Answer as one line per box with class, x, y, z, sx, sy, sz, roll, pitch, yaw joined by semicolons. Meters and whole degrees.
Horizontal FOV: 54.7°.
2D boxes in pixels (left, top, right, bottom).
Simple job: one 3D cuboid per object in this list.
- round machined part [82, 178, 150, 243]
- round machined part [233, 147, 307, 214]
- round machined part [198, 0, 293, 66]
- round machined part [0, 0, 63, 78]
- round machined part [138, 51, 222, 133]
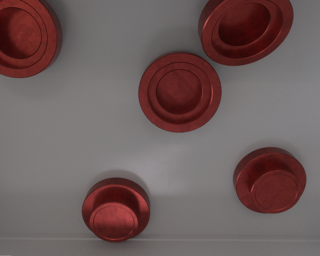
round machined part;-0.064;0.125;0.447;0.099;0.042;0.097;0;110;0
round machined part;0.156;0.080;0.433;0.099;0.042;0.097;0;110;0
round machined part;0.090;-0.119;0.343;0.099;0.042;0.098;-6;144;-4
round machined part;-0.163;-0.110;0.360;0.099;0.042;0.097;0;110;0
round machined part;0.024;-0.047;0.385;0.099;0.042;0.097;0;110;0
